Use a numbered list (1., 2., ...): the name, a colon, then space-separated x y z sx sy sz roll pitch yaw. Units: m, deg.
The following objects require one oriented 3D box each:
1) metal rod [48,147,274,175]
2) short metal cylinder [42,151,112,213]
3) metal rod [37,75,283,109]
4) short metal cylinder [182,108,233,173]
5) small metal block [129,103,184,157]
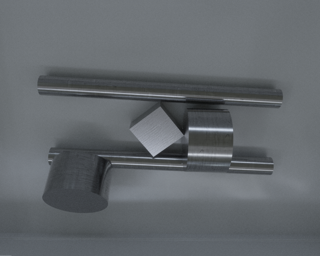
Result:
1. metal rod: 0.003 0.046 0.426 0.302 0.025 0.025 3 110 -2
2. short metal cylinder: -0.105 0.072 0.403 0.081 0.050 0.080 1 144 1
3. metal rod: 0.002 -0.045 0.392 0.302 0.025 0.025 3 110 -2
4. short metal cylinder: 0.057 0.015 0.387 0.050 0.080 0.079 2 110 -1
5. small metal block: -0.004 0.001 0.410 0.050 0.025 0.050 -36 107 12
